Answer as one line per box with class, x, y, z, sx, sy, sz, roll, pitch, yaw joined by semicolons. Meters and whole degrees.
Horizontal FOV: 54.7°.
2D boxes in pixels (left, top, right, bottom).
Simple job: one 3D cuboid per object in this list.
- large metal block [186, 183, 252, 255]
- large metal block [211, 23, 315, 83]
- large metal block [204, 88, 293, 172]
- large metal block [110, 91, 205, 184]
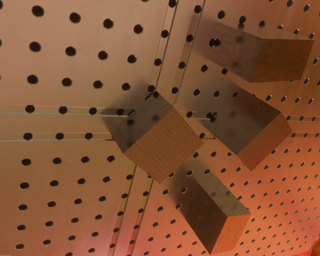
large metal block;0.096;0.151;0.524;0.050;0.080;0.079;2;117;-30
large metal block;0.125;-0.096;0.387;0.081;0.080;0.050;-7;122;-25
large metal block;0.125;0.001;0.447;0.080;0.080;0.050;-45;130;3
large metal block;-0.003;0.013;0.403;0.080;0.050;0.080;-43;130;1
